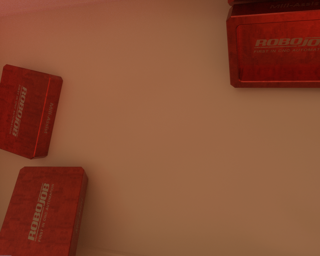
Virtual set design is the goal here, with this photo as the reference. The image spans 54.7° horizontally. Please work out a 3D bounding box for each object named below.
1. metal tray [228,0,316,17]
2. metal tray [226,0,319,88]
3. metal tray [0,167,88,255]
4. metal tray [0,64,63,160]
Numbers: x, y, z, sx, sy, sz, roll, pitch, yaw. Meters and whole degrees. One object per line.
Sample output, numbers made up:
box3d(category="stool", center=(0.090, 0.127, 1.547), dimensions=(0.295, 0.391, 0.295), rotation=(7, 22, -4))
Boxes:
box3d(category="metal tray", center=(0.137, -0.145, 0.292), dimensions=(0.091, 0.130, 0.030), rotation=(2, 91, -21))
box3d(category="metal tray", center=(0.141, -0.087, 0.329), dimensions=(0.130, 0.030, 0.090), rotation=(3, 135, 19))
box3d(category="metal tray", center=(-0.152, 0.115, 0.410), dimensions=(0.091, 0.030, 0.130), rotation=(0, 54, 1))
box3d(category="metal tray", center=(-0.208, -0.026, 0.479), dimensions=(0.090, 0.030, 0.129), rotation=(15, 95, 19))
